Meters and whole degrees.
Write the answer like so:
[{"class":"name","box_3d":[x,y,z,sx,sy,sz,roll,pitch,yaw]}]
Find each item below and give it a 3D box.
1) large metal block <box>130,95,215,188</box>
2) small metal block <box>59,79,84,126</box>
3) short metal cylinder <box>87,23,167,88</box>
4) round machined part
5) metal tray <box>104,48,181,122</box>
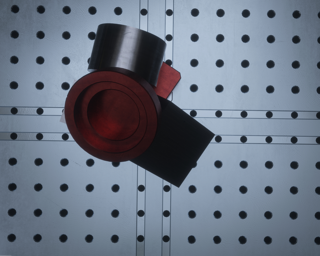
[{"class":"large metal block","box_3d":[0.007,0.015,0.383,0.080,0.050,0.080,34,90,-31]},{"class":"small metal block","box_3d":[-0.091,-0.027,0.368,0.025,0.050,0.050,19,90,0]},{"class":"short metal cylinder","box_3d":[-0.037,-0.080,0.355,0.080,0.080,0.050,13,90,-1]},{"class":"round machined part","box_3d":[-0.046,-0.016,0.330,0.098,0.042,0.097,4,110,10]},{"class":"metal tray","box_3d":[-0.044,-0.040,0.411,0.090,0.030,0.130,35,90,-1]}]
